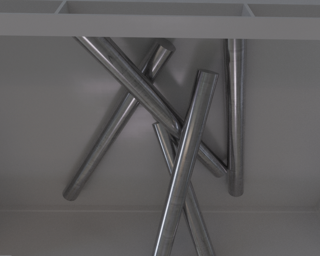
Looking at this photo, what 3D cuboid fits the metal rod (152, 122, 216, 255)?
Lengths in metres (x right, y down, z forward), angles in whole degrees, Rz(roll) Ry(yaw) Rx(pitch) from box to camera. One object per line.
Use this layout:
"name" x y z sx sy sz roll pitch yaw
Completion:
"metal rod" 0.049 0.131 0.426 0.025 0.025 0.298 -17 99 13

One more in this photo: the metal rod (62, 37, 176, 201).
"metal rod" -0.069 0.008 0.415 0.025 0.025 0.298 24 126 -19

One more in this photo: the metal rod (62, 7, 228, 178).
"metal rod" 0.007 -0.017 0.368 0.025 0.025 0.300 -27 133 21

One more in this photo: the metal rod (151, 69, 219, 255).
"metal rod" 0.023 0.075 0.391 0.025 0.025 0.298 9 110 -8

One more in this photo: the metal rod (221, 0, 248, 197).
"metal rod" 0.097 -0.012 0.399 0.025 0.025 0.298 -7 130 6
